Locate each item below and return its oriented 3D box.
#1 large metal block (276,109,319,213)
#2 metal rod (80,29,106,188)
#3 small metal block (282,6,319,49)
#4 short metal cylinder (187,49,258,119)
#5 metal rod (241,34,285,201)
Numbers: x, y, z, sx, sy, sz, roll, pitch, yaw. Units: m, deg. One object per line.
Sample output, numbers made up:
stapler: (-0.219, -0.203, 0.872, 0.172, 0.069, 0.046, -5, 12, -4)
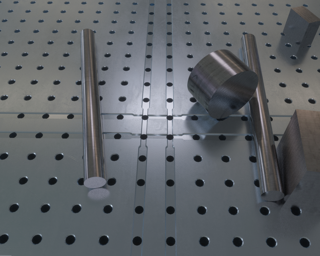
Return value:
large metal block: (0.168, 0.038, 0.342, 0.050, 0.080, 0.080, 7, 50, 5)
metal rod: (-0.101, -0.050, 0.449, 0.025, 0.025, 0.300, -8, 50, -7)
small metal block: (0.247, -0.176, 0.542, 0.025, 0.050, 0.050, -15, 52, -12)
short metal cylinder: (0.085, -0.059, 0.422, 0.081, 0.080, 0.050, -23, 54, -18)
metal rod: (0.139, -0.039, 0.440, 0.025, 0.025, 0.300, 4, 50, 3)
